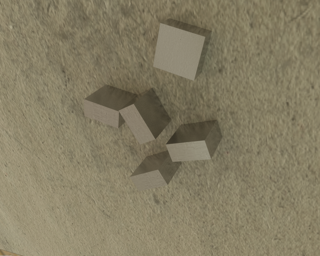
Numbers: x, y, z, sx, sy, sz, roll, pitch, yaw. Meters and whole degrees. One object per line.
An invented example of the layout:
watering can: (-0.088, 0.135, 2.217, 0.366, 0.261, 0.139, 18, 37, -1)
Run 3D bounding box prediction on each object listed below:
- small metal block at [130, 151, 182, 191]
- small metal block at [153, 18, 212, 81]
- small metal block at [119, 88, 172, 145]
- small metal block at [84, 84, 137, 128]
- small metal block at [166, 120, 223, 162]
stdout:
small metal block: (-0.005, 0.058, 0.428, 0.050, 0.050, 0.025, -20, 108, 35)
small metal block: (0.024, -0.086, 0.340, 0.050, 0.025, 0.050, 22, 127, 14)
small metal block: (-0.017, -0.016, 0.389, 0.025, 0.050, 0.050, -20, 108, 35)
small metal block: (-0.063, -0.030, 0.404, 0.050, 0.050, 0.025, 20, 126, 16)
small metal block: (0.043, 0.015, 0.377, 0.050, 0.050, 0.025, -8, 115, 31)
